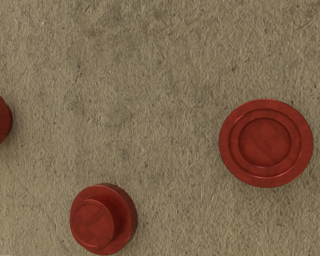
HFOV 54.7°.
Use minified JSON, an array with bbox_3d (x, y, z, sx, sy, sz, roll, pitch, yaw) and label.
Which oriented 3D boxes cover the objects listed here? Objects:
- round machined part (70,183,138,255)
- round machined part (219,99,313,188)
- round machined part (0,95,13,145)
[{"bbox_3d":[-0.084,0.128,0.430,0.098,0.042,0.097,0,90,20],"label":"round machined part"},{"bbox_3d":[0.120,0.016,0.357,0.098,0.042,0.097,0,90,20],"label":"round machined part"},{"bbox_3d":[-0.279,-0.013,0.499,0.098,0.042,0.097,0,90,20],"label":"round machined part"}]
